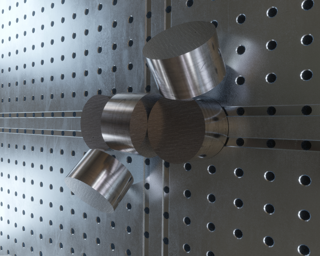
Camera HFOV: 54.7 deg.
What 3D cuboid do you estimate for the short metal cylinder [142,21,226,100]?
[{"bbox_3d":[0.027,-0.075,0.341,0.080,0.080,0.050,11,139,39],"label":"short metal cylinder"}]

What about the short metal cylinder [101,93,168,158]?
[{"bbox_3d":[-0.028,-0.005,0.394,0.050,0.081,0.079,6,94,39],"label":"short metal cylinder"}]

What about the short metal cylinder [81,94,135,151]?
[{"bbox_3d":[-0.069,-0.007,0.447,0.080,0.050,0.079,0,90,39],"label":"short metal cylinder"}]

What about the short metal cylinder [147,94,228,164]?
[{"bbox_3d":[0.032,0.000,0.364,0.080,0.050,0.079,0,90,39],"label":"short metal cylinder"}]

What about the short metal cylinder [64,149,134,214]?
[{"bbox_3d":[-0.084,0.075,0.433,0.080,0.050,0.080,23,146,17],"label":"short metal cylinder"}]
